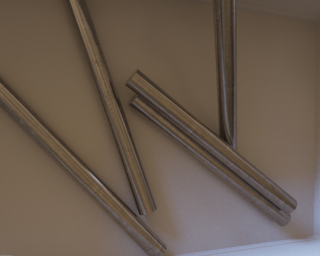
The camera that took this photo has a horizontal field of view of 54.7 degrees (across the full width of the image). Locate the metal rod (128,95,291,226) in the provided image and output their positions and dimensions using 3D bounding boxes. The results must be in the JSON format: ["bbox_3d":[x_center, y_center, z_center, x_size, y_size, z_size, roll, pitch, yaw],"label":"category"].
[{"bbox_3d":[0.080,0.051,0.439,0.301,0.025,0.025,39,78,-16],"label":"metal rod"}]

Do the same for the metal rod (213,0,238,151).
[{"bbox_3d":[0.078,-0.088,0.367,0.025,0.025,0.298,-23,126,-18],"label":"metal rod"}]

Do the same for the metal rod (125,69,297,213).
[{"bbox_3d":[0.079,0.027,0.416,0.301,0.025,0.025,38,78,-17],"label":"metal rod"}]

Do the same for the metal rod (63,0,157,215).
[{"bbox_3d":[-0.063,-0.033,0.387,0.025,0.025,0.298,-21,97,-19],"label":"metal rod"}]

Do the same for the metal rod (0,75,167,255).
[{"bbox_3d":[-0.096,0.054,0.374,0.025,0.025,0.300,-44,104,-15],"label":"metal rod"}]
